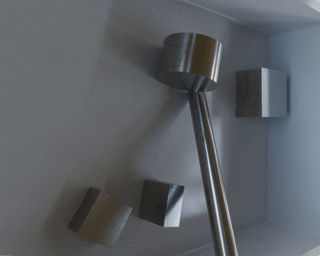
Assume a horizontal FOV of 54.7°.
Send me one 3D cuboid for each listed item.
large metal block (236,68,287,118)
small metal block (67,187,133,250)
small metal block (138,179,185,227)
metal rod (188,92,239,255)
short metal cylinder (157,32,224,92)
[{"bbox_3d":[0.178,-0.059,0.543,0.081,0.050,0.079,-2,91,-40],"label":"large metal block"},{"bbox_3d":[-0.067,0.102,0.352,0.050,0.025,0.050,41,65,-33],"label":"small metal block"},{"bbox_3d":[0.001,0.094,0.394,0.025,0.050,0.050,15,81,-40],"label":"small metal block"},{"bbox_3d":[0.067,0.073,0.380,0.025,0.025,0.299,21,50,-38],"label":"metal rod"},{"bbox_3d":[0.040,-0.083,0.406,0.081,0.080,0.050,17,80,-39],"label":"short metal cylinder"}]
